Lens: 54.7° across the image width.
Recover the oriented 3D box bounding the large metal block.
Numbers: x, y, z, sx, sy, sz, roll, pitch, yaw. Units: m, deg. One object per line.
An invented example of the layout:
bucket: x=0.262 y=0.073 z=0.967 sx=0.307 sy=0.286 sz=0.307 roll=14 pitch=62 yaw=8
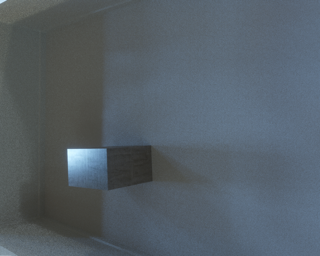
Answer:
large metal block: x=-0.068 y=0.051 z=0.425 sx=0.080 sy=0.081 sz=0.050 roll=-4 pitch=88 yaw=39
